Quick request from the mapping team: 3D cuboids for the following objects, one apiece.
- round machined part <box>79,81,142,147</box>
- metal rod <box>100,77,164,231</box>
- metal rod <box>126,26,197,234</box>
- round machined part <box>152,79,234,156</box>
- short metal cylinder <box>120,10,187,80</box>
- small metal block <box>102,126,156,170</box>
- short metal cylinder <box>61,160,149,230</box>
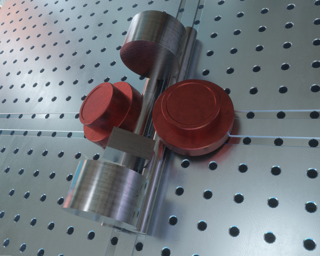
[{"bbox_3d":[-0.075,-0.025,0.437,0.098,0.042,0.098,-24,48,30],"label":"round machined part"},{"bbox_3d":[-0.023,-0.013,0.427,0.025,0.025,0.300,1,62,29],"label":"metal rod"},{"bbox_3d":[0.009,-0.015,0.412,0.025,0.025,0.300,1,62,29],"label":"metal rod"},{"bbox_3d":[0.039,-0.019,0.372,0.098,0.042,0.098,-4,62,9],"label":"round machined part"},{"bbox_3d":[-0.008,-0.109,0.415,0.080,0.080,0.050,1,62,28],"label":"short metal cylinder"},{"bbox_3d":[-0.038,0.025,0.367,0.050,0.050,0.025,20,66,-9],"label":"small metal block"},{"bbox_3d":[-0.057,0.072,0.331,0.080,0.080,0.050,1,62,28],"label":"short metal cylinder"}]
